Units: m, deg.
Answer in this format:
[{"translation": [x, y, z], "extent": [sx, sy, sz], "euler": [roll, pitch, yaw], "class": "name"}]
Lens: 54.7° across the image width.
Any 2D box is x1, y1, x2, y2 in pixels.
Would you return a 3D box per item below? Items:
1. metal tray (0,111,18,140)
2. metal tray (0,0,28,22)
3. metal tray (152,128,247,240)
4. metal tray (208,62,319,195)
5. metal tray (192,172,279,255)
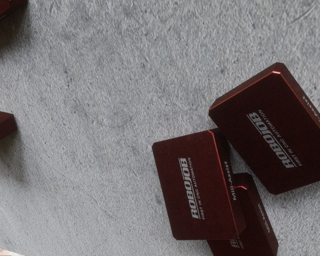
[{"translation": [-0.331, -0.002, 0.537], "extent": [0.130, 0.090, 0.030], "euler": [11, 123, 22], "class": "metal tray"}, {"translation": [-0.249, -0.186, 0.419], "extent": [0.130, 0.030, 0.090], "euler": [-14, 112, 33], "class": "metal tray"}, {"translation": [0.047, 0.072, 0.391], "extent": [0.090, 0.030, 0.129], "euler": [-15, 87, 34], "class": "metal tray"}, {"translation": [0.128, 0.006, 0.340], "extent": [0.090, 0.030, 0.130], "euler": [-33, 100, 38], "class": "metal tray"}, {"translation": [0.099, 0.126, 0.429], "extent": [0.090, 0.030, 0.129], "euler": [-13, 112, 33], "class": "metal tray"}]
